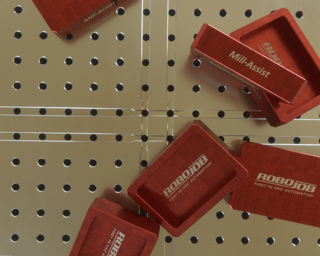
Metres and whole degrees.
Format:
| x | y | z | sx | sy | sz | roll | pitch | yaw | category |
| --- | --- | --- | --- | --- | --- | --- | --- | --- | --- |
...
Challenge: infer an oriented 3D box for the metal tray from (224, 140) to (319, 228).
| x | y | z | sx | sy | sz | roll | pitch | yaw | category |
| --- | --- | --- | --- | --- | --- | --- | --- | --- | --- |
| 0.161 | 0.073 | 0.412 | 0.131 | 0.030 | 0.090 | 12 | 90 | 0 | metal tray |

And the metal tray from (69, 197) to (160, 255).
| x | y | z | sx | sy | sz | roll | pitch | yaw | category |
| --- | --- | --- | --- | --- | --- | --- | --- | --- | --- |
| -0.066 | 0.164 | 0.395 | 0.090 | 0.030 | 0.129 | 24 | 104 | 0 | metal tray |

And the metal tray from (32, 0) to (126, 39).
| x | y | z | sx | sy | sz | roll | pitch | yaw | category |
| --- | --- | --- | --- | --- | --- | --- | --- | --- | --- |
| -0.105 | -0.192 | 0.410 | 0.130 | 0.030 | 0.090 | -32 | 90 | 0 | metal tray |

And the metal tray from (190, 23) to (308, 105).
| x | y | z | sx | sy | sz | roll | pitch | yaw | category |
| --- | --- | --- | --- | --- | --- | --- | --- | --- | --- |
| 0.101 | -0.076 | 0.379 | 0.130 | 0.090 | 0.030 | 30 | 100 | 0 | metal tray |

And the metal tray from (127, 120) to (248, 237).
| x | y | z | sx | sy | sz | roll | pitch | yaw | category |
| --- | --- | --- | --- | --- | --- | --- | --- | --- | --- |
| 0.033 | 0.065 | 0.392 | 0.090 | 0.030 | 0.130 | 44 | 107 | 0 | metal tray |

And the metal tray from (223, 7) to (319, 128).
| x | y | z | sx | sy | sz | roll | pitch | yaw | category |
| --- | --- | --- | --- | --- | --- | --- | --- | --- | --- |
| 0.153 | -0.078 | 0.397 | 0.090 | 0.030 | 0.130 | -28 | 84 | -11 | metal tray |
